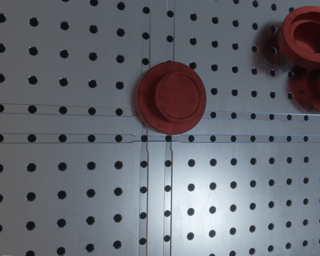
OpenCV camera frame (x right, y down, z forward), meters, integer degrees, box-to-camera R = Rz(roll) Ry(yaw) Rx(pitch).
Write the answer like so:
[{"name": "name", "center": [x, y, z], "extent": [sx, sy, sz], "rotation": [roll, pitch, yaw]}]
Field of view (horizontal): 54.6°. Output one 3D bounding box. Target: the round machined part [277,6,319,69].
[{"name": "round machined part", "center": [0.228, -0.133, 0.474], "extent": [0.099, 0.042, 0.098], "rotation": [0, 72, -1]}]

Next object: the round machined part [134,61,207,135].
[{"name": "round machined part", "center": [0.019, -0.039, 0.410], "extent": [0.099, 0.042, 0.097], "rotation": [0, 90, -20]}]

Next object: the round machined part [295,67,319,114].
[{"name": "round machined part", "center": [0.274, -0.072, 0.504], "extent": [0.099, 0.042, 0.097], "rotation": [0, 90, -20]}]
